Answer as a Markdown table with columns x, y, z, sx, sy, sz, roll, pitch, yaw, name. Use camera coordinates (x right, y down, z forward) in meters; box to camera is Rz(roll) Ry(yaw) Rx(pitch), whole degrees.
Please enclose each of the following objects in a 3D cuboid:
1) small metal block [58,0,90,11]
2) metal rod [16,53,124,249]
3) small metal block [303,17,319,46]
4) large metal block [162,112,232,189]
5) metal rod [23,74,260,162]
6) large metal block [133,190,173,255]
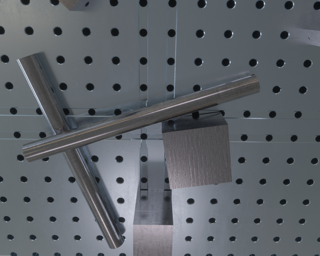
| x | y | z | sx | sy | sz | roll | pitch | yaw | name |
| --- | --- | --- | --- | --- | --- | --- | --- | --- | --- |
| -0.105 | -0.157 | 0.341 | 0.050 | 0.050 | 0.025 | 42 | 105 | -14 | small metal block |
| -0.115 | 0.045 | 0.428 | 0.025 | 0.025 | 0.298 | -18 | 109 | 6 | metal rod |
| 0.205 | -0.119 | 0.358 | 0.050 | 0.050 | 0.025 | -37 | 106 | 12 | small metal block |
| 0.048 | 0.029 | 0.411 | 0.080 | 0.050 | 0.079 | -8 | 110 | 2 | large metal block |
| -0.022 | -0.013 | 0.392 | 0.302 | 0.025 | 0.025 | -17 | 109 | -1 | metal rod |
| -0.009 | 0.144 | 0.437 | 0.050 | 0.080 | 0.079 | 1 | 110 | -1 | large metal block |
